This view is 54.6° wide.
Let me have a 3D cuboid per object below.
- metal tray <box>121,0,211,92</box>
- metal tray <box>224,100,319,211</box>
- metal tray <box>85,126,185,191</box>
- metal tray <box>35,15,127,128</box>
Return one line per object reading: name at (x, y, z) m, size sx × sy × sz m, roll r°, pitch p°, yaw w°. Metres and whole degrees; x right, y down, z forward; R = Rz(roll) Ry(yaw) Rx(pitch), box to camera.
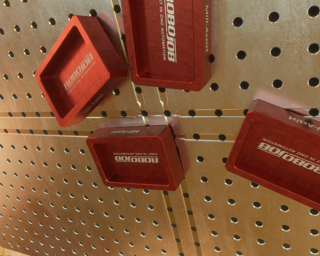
metal tray at (0.007, -0.109, 0.337) m, size 0.090 × 0.030 × 0.129 m, roll 9°, pitch 123°, yaw 23°
metal tray at (0.150, 0.033, 0.349) m, size 0.130 × 0.030 × 0.089 m, roll 23°, pitch 127°, yaw 14°
metal tray at (-0.037, 0.045, 0.455) m, size 0.130 × 0.030 × 0.090 m, roll -2°, pitch 117°, yaw 29°
metal tray at (-0.108, -0.069, 0.405) m, size 0.129 × 0.030 × 0.090 m, roll -37°, pitch 79°, yaw 38°
